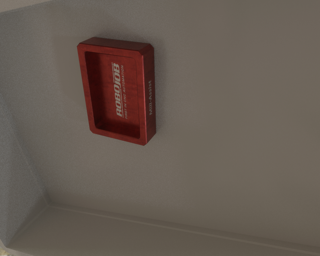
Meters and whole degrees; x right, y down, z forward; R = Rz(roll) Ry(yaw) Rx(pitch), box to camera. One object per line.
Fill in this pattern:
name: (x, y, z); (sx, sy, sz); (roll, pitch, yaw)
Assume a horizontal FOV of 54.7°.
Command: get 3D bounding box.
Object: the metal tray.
metal tray: (-0.053, -0.046, 0.403); (0.090, 0.030, 0.129); (12, 124, 21)
